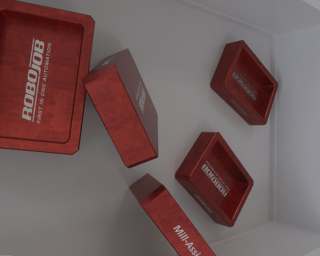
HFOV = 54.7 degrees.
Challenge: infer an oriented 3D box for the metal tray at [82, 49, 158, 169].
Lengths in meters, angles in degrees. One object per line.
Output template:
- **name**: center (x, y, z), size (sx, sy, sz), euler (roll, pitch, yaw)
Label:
- **metal tray**: center (-0.033, -0.028, 0.320), size (0.030, 0.130, 0.090), euler (-22, 109, 7)

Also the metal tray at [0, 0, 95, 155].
- **metal tray**: center (-0.113, -0.044, 0.284), size (0.091, 0.030, 0.129), euler (7, 85, -14)

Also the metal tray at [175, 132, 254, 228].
- **metal tray**: center (0.089, 0.079, 0.477), size (0.130, 0.030, 0.090), euler (50, 60, -28)

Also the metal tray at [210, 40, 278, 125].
- **metal tray**: center (0.147, -0.073, 0.526), size (0.130, 0.030, 0.090), euler (36, 68, -34)

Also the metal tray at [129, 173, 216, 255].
- **metal tray**: center (0.019, 0.117, 0.356), size (0.030, 0.090, 0.130), euler (-37, 98, -10)
